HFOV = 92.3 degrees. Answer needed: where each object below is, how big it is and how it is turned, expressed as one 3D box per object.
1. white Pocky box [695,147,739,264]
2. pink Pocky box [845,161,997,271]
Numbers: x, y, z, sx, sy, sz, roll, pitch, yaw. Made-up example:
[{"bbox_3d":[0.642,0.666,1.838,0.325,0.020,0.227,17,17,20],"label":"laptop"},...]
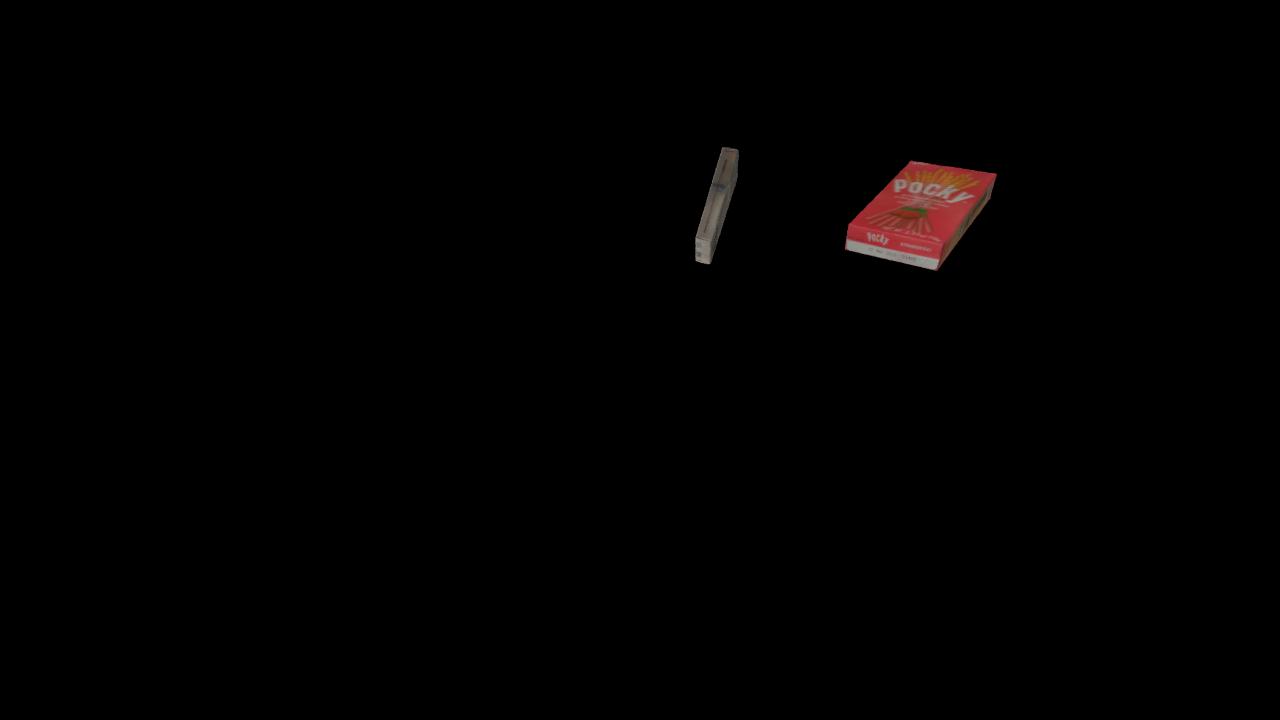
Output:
[{"bbox_3d":[0.115,-0.229,0.920,0.028,0.154,0.084,15,-14,10],"label":"white Pocky box"},{"bbox_3d":[0.264,-0.140,0.574,0.084,0.029,0.155,23,49,32],"label":"pink Pocky box"}]
